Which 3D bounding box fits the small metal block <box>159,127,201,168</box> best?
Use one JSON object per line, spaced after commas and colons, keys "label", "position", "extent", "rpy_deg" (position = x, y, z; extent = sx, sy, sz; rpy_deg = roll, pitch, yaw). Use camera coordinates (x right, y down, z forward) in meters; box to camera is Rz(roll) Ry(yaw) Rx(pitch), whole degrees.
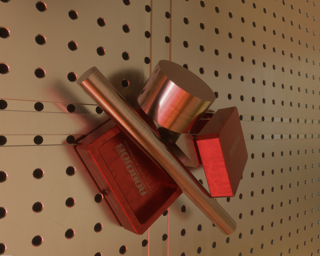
{"label": "small metal block", "position": [0.023, 0.025, 0.407], "extent": [0.050, 0.050, 0.025], "rpy_deg": [48, 61, -30]}

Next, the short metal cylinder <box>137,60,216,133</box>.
{"label": "short metal cylinder", "position": [0.020, -0.039, 0.378], "extent": [0.081, 0.080, 0.050], "rpy_deg": [10, 125, -40]}

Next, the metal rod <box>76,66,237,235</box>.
{"label": "metal rod", "position": [0.014, 0.046, 0.377], "extent": [0.300, 0.025, 0.025], "rpy_deg": [49, 61, -29]}

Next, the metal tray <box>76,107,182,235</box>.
{"label": "metal tray", "position": [-0.030, 0.050, 0.376], "extent": [0.091, 0.030, 0.129], "rpy_deg": [-39, 114, -33]}

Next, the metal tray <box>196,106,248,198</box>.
{"label": "metal tray", "position": [0.095, 0.030, 0.448], "extent": [0.131, 0.030, 0.089], "rpy_deg": [-40, 117, -59]}
